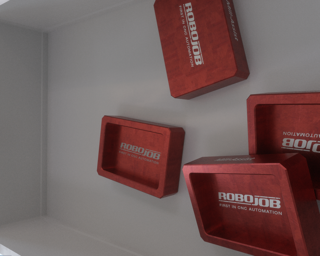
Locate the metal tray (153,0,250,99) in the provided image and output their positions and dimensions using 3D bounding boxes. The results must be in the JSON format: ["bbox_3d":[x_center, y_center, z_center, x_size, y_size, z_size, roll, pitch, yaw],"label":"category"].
[{"bbox_3d":[0.045,-0.108,0.366,0.090,0.030,0.129,-17,79,38],"label":"metal tray"}]

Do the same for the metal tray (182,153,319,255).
[{"bbox_3d":[0.083,0.073,0.301,0.130,0.030,0.090,-11,95,55],"label":"metal tray"}]

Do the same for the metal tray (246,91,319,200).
[{"bbox_3d":[0.137,0.014,0.262,0.130,0.030,0.089,5,102,53],"label":"metal tray"}]

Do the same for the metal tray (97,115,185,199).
[{"bbox_3d":[-0.031,0.035,0.429,0.130,0.030,0.089,11,97,39],"label":"metal tray"}]
